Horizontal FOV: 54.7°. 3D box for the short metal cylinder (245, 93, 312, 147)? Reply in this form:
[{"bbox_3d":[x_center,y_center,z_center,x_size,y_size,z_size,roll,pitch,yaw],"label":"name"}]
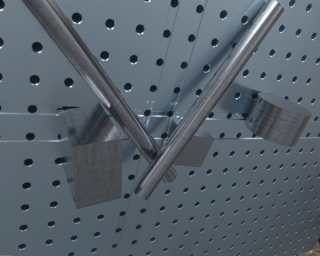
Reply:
[{"bbox_3d":[0.175,-0.014,0.462,0.081,0.080,0.050,5,116,-31],"label":"short metal cylinder"}]

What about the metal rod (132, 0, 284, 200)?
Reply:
[{"bbox_3d":[0.060,-0.034,0.402,0.025,0.025,0.299,34,93,-39],"label":"metal rod"}]

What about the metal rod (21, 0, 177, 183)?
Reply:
[{"bbox_3d":[-0.050,-0.025,0.368,0.025,0.025,0.299,-37,129,-4],"label":"metal rod"}]

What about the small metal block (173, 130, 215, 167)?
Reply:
[{"bbox_3d":[0.044,0.028,0.453,0.050,0.025,0.050,9,114,-33],"label":"small metal block"}]

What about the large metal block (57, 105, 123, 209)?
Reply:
[{"bbox_3d":[-0.080,0.029,0.350,0.050,0.080,0.079,-9,123,-24],"label":"large metal block"}]
